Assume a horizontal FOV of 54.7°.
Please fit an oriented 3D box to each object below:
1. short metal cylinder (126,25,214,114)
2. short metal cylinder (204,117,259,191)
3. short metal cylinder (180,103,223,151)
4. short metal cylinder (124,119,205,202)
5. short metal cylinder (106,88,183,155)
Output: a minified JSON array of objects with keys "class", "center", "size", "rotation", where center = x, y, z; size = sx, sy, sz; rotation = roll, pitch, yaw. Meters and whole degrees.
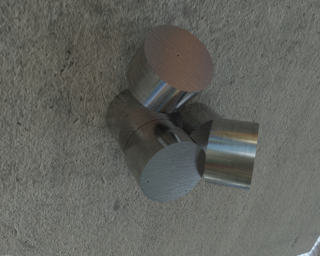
[{"class":"short metal cylinder","center":[0.010,-0.062,0.333],"size":[0.081,0.080,0.050],"rotation":[0,157,-29]},{"class":"short metal cylinder","center":[0.085,0.030,0.366],"size":[0.050,0.080,0.079],"rotation":[8,124,16]},{"class":"short metal cylinder","center":[0.055,0.011,0.430],"size":[0.081,0.050,0.079],"rotation":[-14,125,-21]},{"class":"short metal cylinder","center":[0.005,0.037,0.354],"size":[0.081,0.050,0.079],"rotation":[-14,125,-21]},{"class":"short metal cylinder","center":[-0.020,-0.006,0.379],"size":[0.081,0.050,0.079],"rotation":[-14,125,-21]}]
